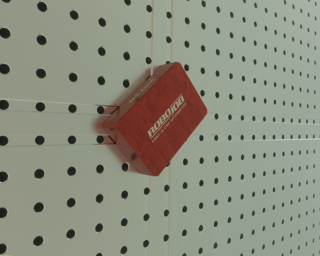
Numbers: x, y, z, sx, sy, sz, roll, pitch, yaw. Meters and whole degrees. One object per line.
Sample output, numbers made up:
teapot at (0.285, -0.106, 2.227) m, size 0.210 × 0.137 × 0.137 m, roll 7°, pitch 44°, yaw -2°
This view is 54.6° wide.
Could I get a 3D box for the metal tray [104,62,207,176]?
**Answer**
metal tray at (0.000, -0.013, 0.405) m, size 0.130 × 0.030 × 0.090 m, roll -49°, pitch 119°, yaw -29°
